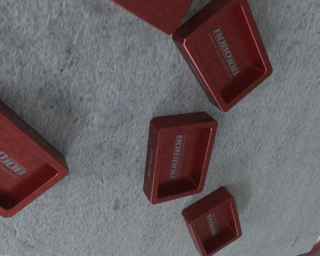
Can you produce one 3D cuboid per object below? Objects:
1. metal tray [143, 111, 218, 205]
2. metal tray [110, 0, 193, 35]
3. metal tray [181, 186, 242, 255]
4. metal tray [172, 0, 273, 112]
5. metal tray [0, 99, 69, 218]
[{"bbox_3d":[0.027,0.044,0.447,0.091,0.030,0.129,-8,122,-25],"label":"metal tray"},{"bbox_3d":[-0.020,-0.159,0.295,0.131,0.030,0.090,20,108,-36],"label":"metal tray"},{"bbox_3d":[0.099,0.177,0.569,0.090,0.030,0.129,-29,129,-11],"label":"metal tray"},{"bbox_3d":[0.084,-0.093,0.393,0.090,0.030,0.130,-41,130,-1],"label":"metal tray"},{"bbox_3d":[-0.174,0.031,0.328,0.090,0.030,0.130,-38,130,-3],"label":"metal tray"}]
